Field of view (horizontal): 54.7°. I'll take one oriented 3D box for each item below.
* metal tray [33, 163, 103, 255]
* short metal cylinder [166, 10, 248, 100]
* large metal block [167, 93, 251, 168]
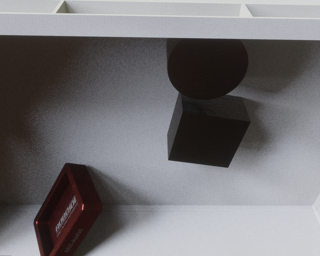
[{"bbox_3d":[-0.138,0.127,0.450,0.030,0.090,0.129,15,116,-41],"label":"metal tray"},{"bbox_3d":[0.047,-0.077,0.328,0.081,0.050,0.079,0,130,0],"label":"short metal cylinder"},{"bbox_3d":[0.057,0.001,0.394,0.081,0.050,0.079,8,130,-8],"label":"large metal block"}]
